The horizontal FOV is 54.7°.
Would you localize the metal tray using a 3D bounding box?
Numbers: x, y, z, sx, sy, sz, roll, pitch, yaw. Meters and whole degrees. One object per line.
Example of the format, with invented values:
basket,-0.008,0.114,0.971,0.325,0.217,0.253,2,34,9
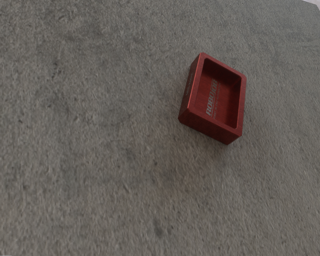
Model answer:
metal tray,0.084,-0.048,0.477,0.090,0.030,0.130,26,53,-13
